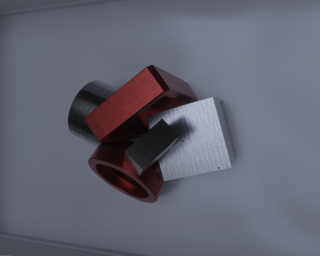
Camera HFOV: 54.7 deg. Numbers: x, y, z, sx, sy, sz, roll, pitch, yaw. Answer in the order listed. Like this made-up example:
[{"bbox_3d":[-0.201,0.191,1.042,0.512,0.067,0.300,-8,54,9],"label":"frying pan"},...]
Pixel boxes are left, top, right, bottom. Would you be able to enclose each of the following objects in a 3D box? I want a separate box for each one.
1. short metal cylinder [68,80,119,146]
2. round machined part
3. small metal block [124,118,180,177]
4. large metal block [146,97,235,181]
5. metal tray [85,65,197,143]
[{"bbox_3d":[-0.073,-0.016,0.404,0.050,0.080,0.080,24,98,18],"label":"short metal cylinder"},{"bbox_3d":[-0.037,0.051,0.392,0.098,0.098,0.042,22,62,18],"label":"round machined part"},{"bbox_3d":[-0.010,0.022,0.326,0.050,0.050,0.025,-42,83,-18],"label":"small metal block"},{"bbox_3d":[0.039,0.012,0.373,0.080,0.050,0.080,-15,90,19],"label":"large metal block"},{"bbox_3d":[-0.014,-0.023,0.357,0.090,0.130,0.030,-37,80,16],"label":"metal tray"}]
